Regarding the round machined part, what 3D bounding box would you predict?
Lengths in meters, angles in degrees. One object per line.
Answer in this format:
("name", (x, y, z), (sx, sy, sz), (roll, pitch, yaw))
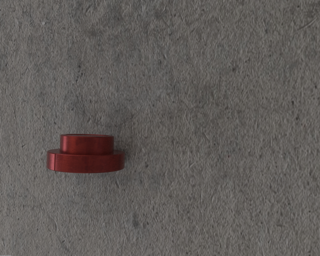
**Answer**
("round machined part", (-0.095, 0.030, 0.404), (0.098, 0.098, 0.042), (3, 91, 20))
